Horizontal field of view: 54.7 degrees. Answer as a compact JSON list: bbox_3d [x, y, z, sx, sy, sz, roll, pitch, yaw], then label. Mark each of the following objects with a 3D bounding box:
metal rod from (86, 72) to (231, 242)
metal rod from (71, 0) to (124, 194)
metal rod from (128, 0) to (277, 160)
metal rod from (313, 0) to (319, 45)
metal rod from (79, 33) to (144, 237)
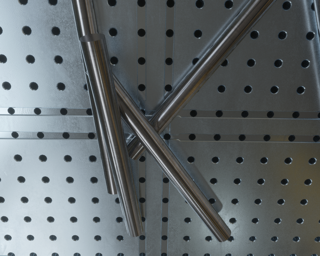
[{"bbox_3d":[0.009,0.043,0.403,0.025,0.025,0.299,-33,110,11],"label":"metal rod"},{"bbox_3d":[-0.079,-0.050,0.393,0.025,0.025,0.298,-6,110,2],"label":"metal rod"},{"bbox_3d":[0.055,-0.074,0.387,0.025,0.025,0.299,37,106,-13],"label":"metal rod"},{"bbox_3d":[0.214,-0.091,0.383,0.025,0.025,0.298,-18,109,6],"label":"metal rod"},{"bbox_3d":[-0.052,0.033,0.387,0.025,0.025,0.298,-6,125,2],"label":"metal rod"}]
